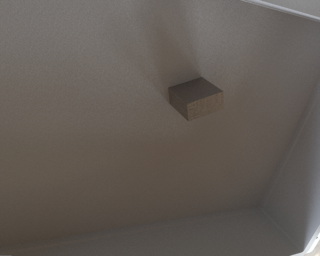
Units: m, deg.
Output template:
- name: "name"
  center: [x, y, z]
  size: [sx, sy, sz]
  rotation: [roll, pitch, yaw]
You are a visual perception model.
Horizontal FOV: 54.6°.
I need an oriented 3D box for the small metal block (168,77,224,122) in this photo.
- name: "small metal block"
  center: [0.045, -0.038, 0.393]
  size: [0.050, 0.050, 0.025]
  rotation: [-20, 126, -17]
